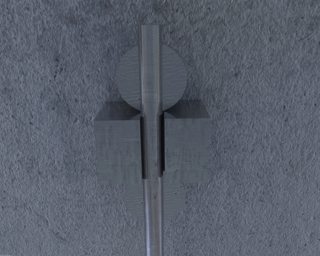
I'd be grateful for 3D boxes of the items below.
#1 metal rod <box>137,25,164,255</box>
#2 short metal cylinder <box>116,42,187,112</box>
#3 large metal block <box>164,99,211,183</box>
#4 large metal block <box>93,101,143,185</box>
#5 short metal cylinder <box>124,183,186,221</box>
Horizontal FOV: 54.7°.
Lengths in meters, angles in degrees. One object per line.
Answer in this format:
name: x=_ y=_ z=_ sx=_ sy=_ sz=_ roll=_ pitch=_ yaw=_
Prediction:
metal rod: x=-0.009 y=0.034 z=0.369 sx=0.025 sy=0.025 sz=0.298 roll=-1 pitch=110 yaw=0
short metal cylinder: x=-0.009 y=-0.064 z=0.374 sx=0.081 sy=0.050 sz=0.079 roll=0 pitch=110 yaw=0
large metal block: x=0.030 y=0.013 z=0.387 sx=0.050 sy=0.080 sz=0.079 roll=-1 pitch=110 yaw=0
large metal block: x=-0.047 y=0.015 z=0.387 sx=0.050 sy=0.080 sz=0.079 roll=-1 pitch=110 yaw=0
short metal cylinder: x=-0.007 y=0.082 z=0.428 sx=0.081 sy=0.050 sz=0.079 roll=0 pitch=110 yaw=0
